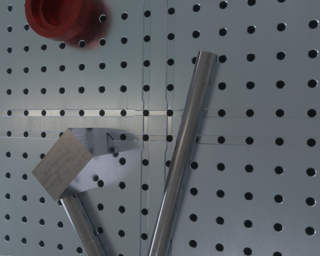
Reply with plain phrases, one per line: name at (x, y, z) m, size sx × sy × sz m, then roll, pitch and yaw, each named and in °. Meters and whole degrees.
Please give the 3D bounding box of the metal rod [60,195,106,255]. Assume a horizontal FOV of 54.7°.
metal rod at (-0.090, 0.186, 0.444) m, size 0.025 × 0.025 × 0.299 m, roll -31°, pitch 80°, yaw 17°

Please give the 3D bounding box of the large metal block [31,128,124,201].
large metal block at (-0.109, 0.046, 0.422) m, size 0.050 × 0.080 × 0.080 m, roll 45°, pitch 104°, yaw 14°

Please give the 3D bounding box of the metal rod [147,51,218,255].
metal rod at (0.025, 0.050, 0.403) m, size 0.025 × 0.025 × 0.298 m, roll 15°, pitch 95°, yaw 19°

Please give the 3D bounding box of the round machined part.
round machined part at (-0.144, -0.176, 0.454) m, size 0.098 × 0.042 × 0.097 m, roll 0°, pitch 90°, yaw 19°
